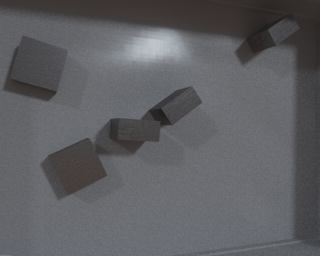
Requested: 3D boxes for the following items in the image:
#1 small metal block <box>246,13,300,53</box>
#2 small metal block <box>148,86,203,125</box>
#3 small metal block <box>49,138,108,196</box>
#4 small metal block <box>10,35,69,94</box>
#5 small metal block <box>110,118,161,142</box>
[{"bbox_3d":[0.166,-0.139,0.458,0.050,0.050,0.025,-36,102,-16],"label":"small metal block"},{"bbox_3d":[0.019,-0.028,0.404,0.050,0.050,0.025,-37,102,-16],"label":"small metal block"},{"bbox_3d":[-0.099,0.045,0.374,0.050,0.025,0.050,-26,99,-18],"label":"small metal block"},{"bbox_3d":[-0.139,-0.072,0.359,0.050,0.025,0.050,15,85,-20],"label":"small metal block"},{"bbox_3d":[-0.032,0.002,0.385,0.050,0.050,0.025,4,89,-20],"label":"small metal block"}]
